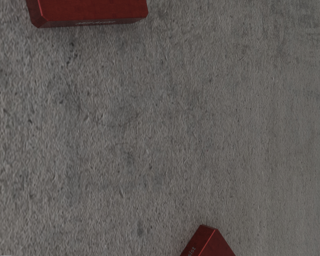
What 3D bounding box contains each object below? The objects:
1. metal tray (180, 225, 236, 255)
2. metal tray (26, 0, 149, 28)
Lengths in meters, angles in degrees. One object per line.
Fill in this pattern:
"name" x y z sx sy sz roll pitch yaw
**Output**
"metal tray" 0.057 0.220 0.450 0.131 0.030 0.090 -48 118 -29
"metal tray" -0.079 -0.160 0.335 0.131 0.030 0.089 -19 102 -38
